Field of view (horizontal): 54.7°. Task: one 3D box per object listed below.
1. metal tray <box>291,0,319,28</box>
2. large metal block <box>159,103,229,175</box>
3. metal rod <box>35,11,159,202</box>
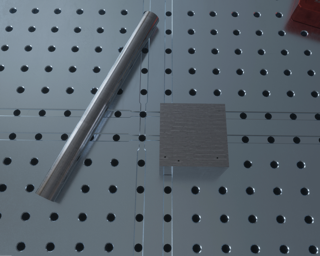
[{"bbox_3d":[0.283,-0.194,0.483,0.131,0.030,0.090,20,71,6],"label":"metal tray"},{"bbox_3d":[0.040,0.015,0.393,0.081,0.050,0.080,1,70,0],"label":"large metal block"},{"bbox_3d":[-0.077,-0.042,0.426,0.025,0.025,0.300,24,71,8],"label":"metal rod"}]
